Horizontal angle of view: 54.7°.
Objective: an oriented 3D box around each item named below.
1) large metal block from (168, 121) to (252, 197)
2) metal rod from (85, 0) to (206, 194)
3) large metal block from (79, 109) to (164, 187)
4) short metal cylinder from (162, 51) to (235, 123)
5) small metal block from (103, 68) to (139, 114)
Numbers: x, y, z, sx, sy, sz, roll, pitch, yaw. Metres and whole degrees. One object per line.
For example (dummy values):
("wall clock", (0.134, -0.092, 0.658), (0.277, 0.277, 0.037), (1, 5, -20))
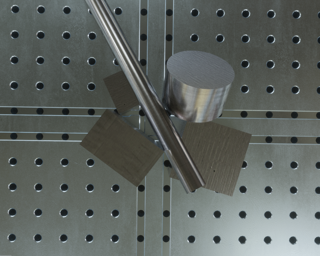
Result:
("large metal block", (0.061, 0.034, 0.401), (0.080, 0.050, 0.080), (18, 90, -1))
("metal rod", (-0.027, -0.060, 0.383), (0.025, 0.025, 0.299), (-28, 79, 0))
("large metal block", (-0.043, 0.022, 0.385), (0.080, 0.080, 0.050), (37, 90, -1))
("short metal cylinder", (0.045, -0.052, 0.380), (0.081, 0.080, 0.050), (9, 134, -1))
("small metal block", (-0.041, -0.051, 0.413), (0.050, 0.025, 0.050), (-24, 90, -1))
